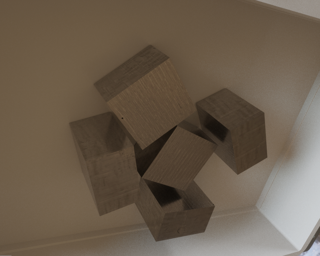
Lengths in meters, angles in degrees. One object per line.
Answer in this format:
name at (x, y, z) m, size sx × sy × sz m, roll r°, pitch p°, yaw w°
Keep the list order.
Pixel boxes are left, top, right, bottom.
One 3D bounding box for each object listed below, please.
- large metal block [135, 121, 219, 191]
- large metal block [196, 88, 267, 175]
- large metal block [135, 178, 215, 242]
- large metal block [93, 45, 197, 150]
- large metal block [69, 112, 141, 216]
large metal block at (0.018, 0.031, 0.421) m, size 0.080 × 0.050 × 0.080 m, roll 25°, pitch 105°, yaw -37°
large metal block at (0.099, 0.003, 0.429) m, size 0.050 × 0.080 × 0.080 m, roll -28°, pitch 128°, yaw -11°
large metal block at (0.019, 0.111, 0.453) m, size 0.081 × 0.080 × 0.050 m, roll 1°, pitch 118°, yaw -29°
large metal block at (-0.016, -0.035, 0.361) m, size 0.080 × 0.050 × 0.080 m, roll -36°, pitch 130°, yaw -4°
large metal block at (-0.064, 0.039, 0.362) m, size 0.050 × 0.080 × 0.079 m, roll -18°, pitch 126°, yaw -19°
